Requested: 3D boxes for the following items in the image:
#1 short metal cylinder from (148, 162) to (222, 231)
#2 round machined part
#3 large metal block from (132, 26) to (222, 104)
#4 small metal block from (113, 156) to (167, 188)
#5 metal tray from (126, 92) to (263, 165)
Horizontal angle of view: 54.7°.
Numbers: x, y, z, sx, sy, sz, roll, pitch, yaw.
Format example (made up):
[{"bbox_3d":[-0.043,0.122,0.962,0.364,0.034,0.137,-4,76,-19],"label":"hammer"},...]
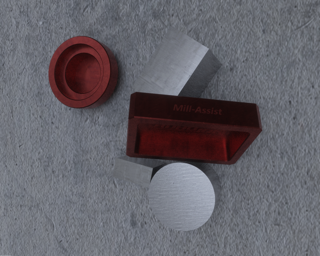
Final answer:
[{"bbox_3d":[0.032,0.080,0.384,0.080,0.050,0.079,0,90,19],"label":"short metal cylinder"},{"bbox_3d":[-0.102,-0.075,0.435,0.098,0.042,0.097,0,90,19],"label":"round machined part"},{"bbox_3d":[0.024,-0.063,0.370,0.050,0.080,0.080,37,102,17],"label":"large metal block"},{"bbox_3d":[-0.025,0.054,0.403,0.050,0.050,0.025,13,96,19],"label":"small metal block"},{"bbox_3d":[0.031,0.005,0.337,0.131,0.090,0.030,5,59,-6],"label":"metal tray"}]
